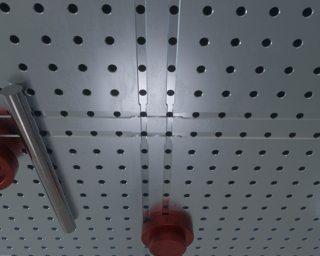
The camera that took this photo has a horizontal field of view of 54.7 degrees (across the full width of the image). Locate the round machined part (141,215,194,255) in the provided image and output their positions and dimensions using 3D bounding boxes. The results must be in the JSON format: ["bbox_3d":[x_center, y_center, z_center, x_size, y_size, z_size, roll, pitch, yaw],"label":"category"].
[{"bbox_3d":[0.014,0.207,0.577,0.099,0.042,0.097,0,130,0],"label":"round machined part"}]

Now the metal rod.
[{"bbox_3d":[-0.171,0.068,0.467,0.025,0.025,0.298,-2,130,1],"label":"metal rod"}]

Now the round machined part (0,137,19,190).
[{"bbox_3d":[-0.249,0.043,0.434,0.099,0.042,0.097,0,130,0],"label":"round machined part"}]
